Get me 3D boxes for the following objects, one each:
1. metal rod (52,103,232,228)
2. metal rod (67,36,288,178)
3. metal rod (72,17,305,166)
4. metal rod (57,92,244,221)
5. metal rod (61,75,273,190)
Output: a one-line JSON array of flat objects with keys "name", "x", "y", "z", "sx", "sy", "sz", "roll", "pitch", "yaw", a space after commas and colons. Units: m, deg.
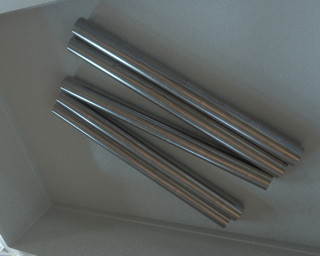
[{"name": "metal rod", "x": -0.029, "y": 0.050, "z": 0.453, "sx": 0.301, "sy": 0.025, "sz": 0.025, "roll": 33, "pitch": 129, "yaw": 6}, {"name": "metal rod", "x": 0.016, "y": -0.030, "z": 0.380, "sx": 0.301, "sy": 0.025, "sz": 0.025, "roll": 32, "pitch": 129, "yaw": 7}, {"name": "metal rod", "x": 0.027, "y": -0.047, "z": 0.364, "sx": 0.301, "sy": 0.025, "sz": 0.025, "roll": 32, "pitch": 129, "yaw": 7}, {"name": "metal rod", "x": -0.017, "y": 0.035, "z": 0.438, "sx": 0.301, "sy": 0.025, "sz": 0.025, "roll": 33, "pitch": 129, "yaw": 6}, {"name": "metal rod", "x": 0.001, "y": 0.001, "z": 0.407, "sx": 0.301, "sy": 0.025, "sz": 0.025, "roll": 26, "pitch": 128, "yaw": 12}]
